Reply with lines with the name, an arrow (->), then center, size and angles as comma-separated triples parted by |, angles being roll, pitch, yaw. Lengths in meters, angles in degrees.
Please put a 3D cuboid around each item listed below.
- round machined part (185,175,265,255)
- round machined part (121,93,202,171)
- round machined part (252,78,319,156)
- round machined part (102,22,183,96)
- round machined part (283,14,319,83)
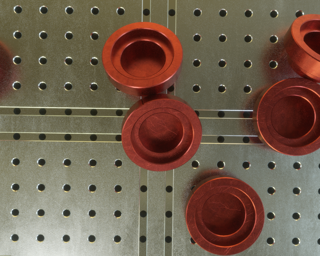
round machined part -> 0.081, 0.110, 0.405 | 0.099, 0.042, 0.097 | 0, 90, 0
round machined part -> 0.000, 0.002, 0.393 | 0.099, 0.042, 0.097 | -3, 114, -7
round machined part -> 0.170, -0.014, 0.405 | 0.099, 0.042, 0.097 | 0, 91, 0
round machined part -> -0.021, -0.082, 0.393 | 0.099, 0.042, 0.098 | -1, 66, 1
round machined part -> 0.203, -0.095, 0.391 | 0.099, 0.042, 0.098 | 5, 56, -7
